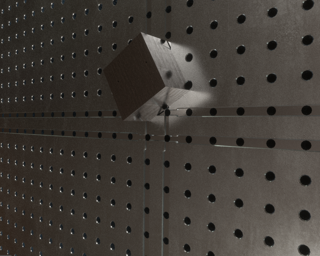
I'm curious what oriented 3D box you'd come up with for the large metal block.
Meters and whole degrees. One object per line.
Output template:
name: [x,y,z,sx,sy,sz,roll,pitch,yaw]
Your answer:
large metal block: [-0.020,-0.063,0.407,0.080,0.050,0.080,-35,68,34]
